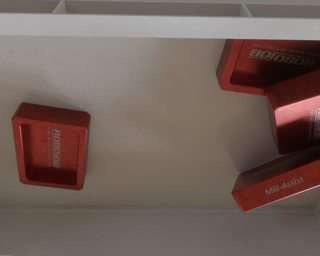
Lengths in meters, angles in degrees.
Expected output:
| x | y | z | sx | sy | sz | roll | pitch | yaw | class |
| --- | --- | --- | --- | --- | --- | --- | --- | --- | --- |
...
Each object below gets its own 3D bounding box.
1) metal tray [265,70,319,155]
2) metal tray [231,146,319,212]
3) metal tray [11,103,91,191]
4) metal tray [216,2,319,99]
| x | y | z | sx | sy | sz | roll | pitch | yaw | class |
| --- | --- | --- | --- | --- | --- | --- | --- | --- | --- |
| 0.180 | -0.016 | 0.368 | 0.090 | 0.030 | 0.130 | -18 | 148 | 14 | metal tray |
| 0.168 | 0.065 | 0.423 | 0.130 | 0.090 | 0.030 | -28 | 88 | 22 | metal tray |
| -0.148 | 0.031 | 0.429 | 0.091 | 0.030 | 0.129 | 9 | 130 | -8 | metal tray |
| 0.137 | -0.079 | 0.340 | 0.131 | 0.030 | 0.089 | 7 | 130 | -6 | metal tray |
